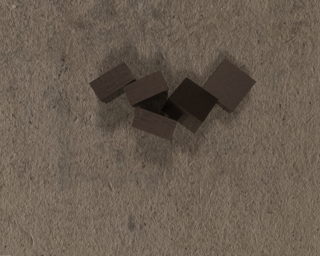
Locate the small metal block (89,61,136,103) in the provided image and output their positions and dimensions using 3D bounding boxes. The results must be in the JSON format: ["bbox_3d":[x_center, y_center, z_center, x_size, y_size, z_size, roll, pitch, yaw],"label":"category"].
[{"bbox_3d":[-0.057,-0.057,0.397,0.050,0.050,0.025,-32,90,0],"label":"small metal block"}]

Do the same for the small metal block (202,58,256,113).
[{"bbox_3d":[0.089,-0.055,0.411,0.050,0.025,0.050,37,90,-1],"label":"small metal block"}]

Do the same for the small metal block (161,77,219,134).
[{"bbox_3d":[0.038,-0.029,0.391,0.050,0.025,0.050,36,51,4],"label":"small metal block"}]

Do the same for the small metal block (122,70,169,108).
[{"bbox_3d":[-0.017,-0.049,0.397,0.050,0.050,0.025,-25,91,0],"label":"small metal block"}]

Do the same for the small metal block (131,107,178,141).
[{"bbox_3d":[-0.007,-0.006,0.397,0.050,0.050,0.025,20,92,-1],"label":"small metal block"}]
